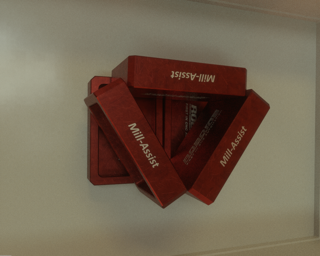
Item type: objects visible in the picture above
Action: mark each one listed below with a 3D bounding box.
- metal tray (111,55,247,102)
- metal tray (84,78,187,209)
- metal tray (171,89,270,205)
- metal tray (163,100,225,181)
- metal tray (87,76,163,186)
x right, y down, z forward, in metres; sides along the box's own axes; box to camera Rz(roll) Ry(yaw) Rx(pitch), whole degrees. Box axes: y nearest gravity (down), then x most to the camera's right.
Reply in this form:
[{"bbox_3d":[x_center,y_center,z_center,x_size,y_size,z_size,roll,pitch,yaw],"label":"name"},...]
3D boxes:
[{"bbox_3d":[0.018,-0.051,0.348,0.131,0.090,0.030,2,90,-20],"label":"metal tray"},{"bbox_3d":[-0.030,0.016,0.331,0.030,0.090,0.130,-33,101,-16],"label":"metal tray"},{"bbox_3d":[0.061,0.018,0.364,0.030,0.090,0.130,37,79,-16],"label":"metal tray"},{"bbox_3d":[0.043,0.005,0.422,0.091,0.030,0.129,1,89,-20],"label":"metal tray"},{"bbox_3d":[-0.044,0.003,0.391,0.091,0.030,0.129,0,89,-20],"label":"metal tray"}]
